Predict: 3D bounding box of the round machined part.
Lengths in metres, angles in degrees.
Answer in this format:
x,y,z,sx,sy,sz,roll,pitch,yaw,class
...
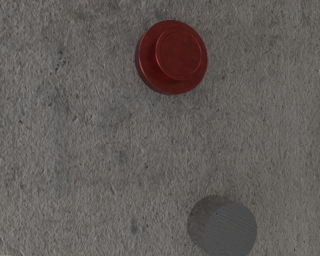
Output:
x,y,z,sx,sy,sz,roll,pitch,yaw,class
0.020,-0.094,0.407,0.099,0.042,0.097,0,90,-20,round machined part

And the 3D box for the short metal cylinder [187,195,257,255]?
x,y,z,sx,sy,sz,roll,pitch,yaw,class
0.085,0.138,0.428,0.081,0.050,0.080,0,90,-20,short metal cylinder
